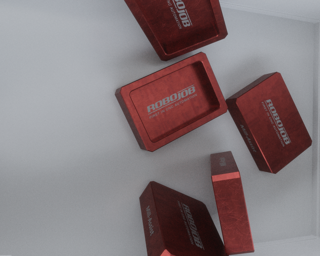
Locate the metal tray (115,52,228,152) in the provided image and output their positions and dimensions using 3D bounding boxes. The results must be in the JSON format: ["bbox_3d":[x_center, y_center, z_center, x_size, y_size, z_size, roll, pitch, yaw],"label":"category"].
[{"bbox_3d":[0.018,-0.036,0.415,0.131,0.030,0.090,-27,99,-18],"label":"metal tray"}]

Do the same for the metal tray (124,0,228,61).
[{"bbox_3d":[0.019,-0.139,0.351,0.090,0.130,0.030,-19,60,14],"label":"metal tray"}]

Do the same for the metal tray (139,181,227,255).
[{"bbox_3d":[0.027,0.123,0.366,0.090,0.130,0.030,27,106,-18],"label":"metal tray"}]

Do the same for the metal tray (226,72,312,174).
[{"bbox_3d":[0.167,-0.008,0.472,0.090,0.030,0.130,-33,101,-17],"label":"metal tray"}]

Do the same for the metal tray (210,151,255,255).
[{"bbox_3d":[0.087,0.085,0.389,0.030,0.130,0.089,-11,94,10],"label":"metal tray"}]
